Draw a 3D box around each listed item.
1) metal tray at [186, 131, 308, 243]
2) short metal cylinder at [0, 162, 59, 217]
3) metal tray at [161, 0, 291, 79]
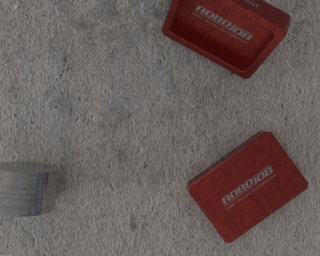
[{"bbox_3d":[0.113,0.076,0.408,0.130,0.030,0.090,-36,90,0],"label":"metal tray"},{"bbox_3d":[-0.169,0.072,0.381,0.080,0.080,0.050,6,90,0],"label":"short metal cylinder"},{"bbox_3d":[0.075,-0.124,0.376,0.130,0.090,0.030,29,59,0],"label":"metal tray"}]
